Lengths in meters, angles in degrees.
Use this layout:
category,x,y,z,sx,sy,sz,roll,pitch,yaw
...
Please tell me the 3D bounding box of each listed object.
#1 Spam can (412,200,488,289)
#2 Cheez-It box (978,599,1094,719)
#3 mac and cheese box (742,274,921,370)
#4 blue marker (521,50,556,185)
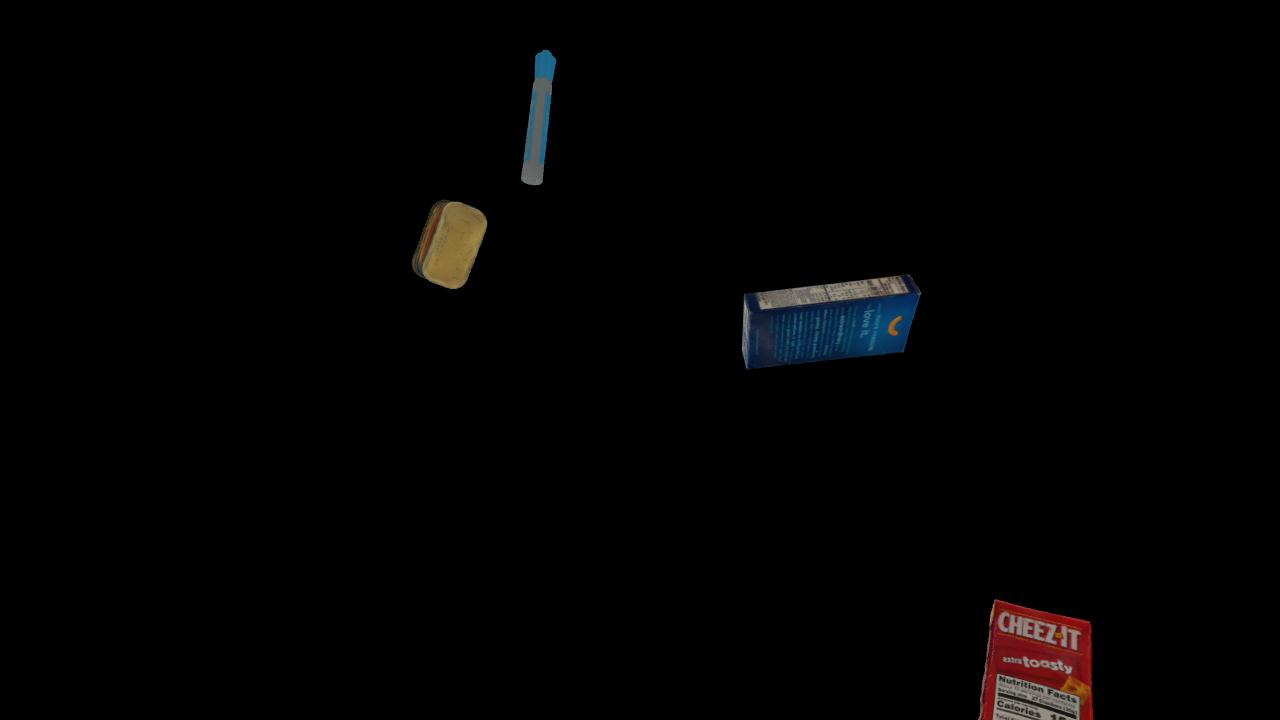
category,x,y,z,sx,sy,sz,roll,pitch,yaw
Spam can,-0.226,-0.137,0.730,0.058,0.101,0.085,20,4,-29
Cheez-It box,0.274,0.315,0.433,0.071,0.166,0.223,4,38,34
mac and cheese box,0.210,-0.041,0.699,0.184,0.093,0.041,-6,44,2
blue marker,-0.089,-0.216,0.545,0.020,0.121,0.020,5,-6,1
